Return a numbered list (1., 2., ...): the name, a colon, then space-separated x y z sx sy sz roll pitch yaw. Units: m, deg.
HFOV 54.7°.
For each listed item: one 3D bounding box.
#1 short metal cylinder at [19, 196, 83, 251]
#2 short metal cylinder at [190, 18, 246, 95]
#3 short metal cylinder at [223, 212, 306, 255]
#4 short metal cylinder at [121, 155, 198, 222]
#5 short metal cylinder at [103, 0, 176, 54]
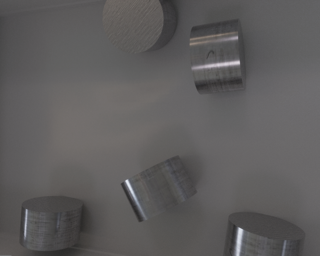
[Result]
1. short metal cylinder: -0.152 0.131 0.435 0.080 0.080 0.050 5 92 20
2. short metal cylinder: 0.069 -0.080 0.357 0.050 0.080 0.080 -4 89 20
3. short metal cylinder: 0.113 0.131 0.341 0.080 0.080 0.050 9 93 20
4. short metal cylinder: -0.001 0.074 0.382 0.080 0.080 0.050 -30 80 17
5. short metal cylinder: -0.025 -0.137 0.395 0.080 0.050 0.079 6 108 19
